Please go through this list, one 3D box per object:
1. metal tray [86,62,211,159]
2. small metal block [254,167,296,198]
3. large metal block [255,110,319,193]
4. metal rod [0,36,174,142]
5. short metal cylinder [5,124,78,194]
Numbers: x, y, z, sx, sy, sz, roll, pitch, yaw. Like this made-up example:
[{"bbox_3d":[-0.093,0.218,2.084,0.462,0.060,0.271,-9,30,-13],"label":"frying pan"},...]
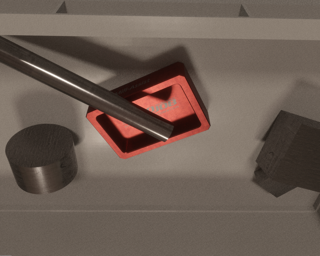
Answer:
[{"bbox_3d":[-0.013,-0.017,0.390,0.130,0.030,0.090,-21,128,16],"label":"metal tray"},{"bbox_3d":[0.183,0.076,0.477,0.050,0.025,0.050,35,122,-26],"label":"small metal block"},{"bbox_3d":[0.187,0.031,0.407,0.081,0.050,0.079,15,110,-13],"label":"large metal block"},{"bbox_3d":[-0.122,-0.060,0.330,0.301,0.025,0.025,26,125,-12],"label":"metal rod"},{"bbox_3d":[-0.151,0.039,0.404,0.081,0.080,0.050,2,130,-2],"label":"short metal cylinder"}]
